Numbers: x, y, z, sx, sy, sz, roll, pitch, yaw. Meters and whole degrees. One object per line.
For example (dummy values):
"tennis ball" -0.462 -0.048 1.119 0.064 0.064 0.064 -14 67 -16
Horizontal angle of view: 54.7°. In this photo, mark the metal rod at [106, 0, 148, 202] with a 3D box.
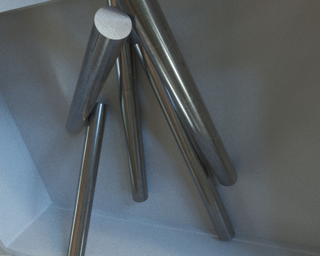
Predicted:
"metal rod" -0.039 -0.019 0.415 0.025 0.025 0.298 10 123 22

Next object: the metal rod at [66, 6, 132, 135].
"metal rod" -0.082 -0.036 0.342 0.025 0.025 0.299 46 156 -5

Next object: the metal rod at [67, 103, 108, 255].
"metal rod" -0.110 0.111 0.445 0.025 0.025 0.298 12 95 21

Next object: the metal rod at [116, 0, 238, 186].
"metal rod" 0.030 -0.022 0.297 0.025 0.025 0.300 -1 144 28

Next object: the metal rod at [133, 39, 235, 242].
"metal rod" 0.039 0.028 0.404 0.025 0.025 0.299 -12 113 33
